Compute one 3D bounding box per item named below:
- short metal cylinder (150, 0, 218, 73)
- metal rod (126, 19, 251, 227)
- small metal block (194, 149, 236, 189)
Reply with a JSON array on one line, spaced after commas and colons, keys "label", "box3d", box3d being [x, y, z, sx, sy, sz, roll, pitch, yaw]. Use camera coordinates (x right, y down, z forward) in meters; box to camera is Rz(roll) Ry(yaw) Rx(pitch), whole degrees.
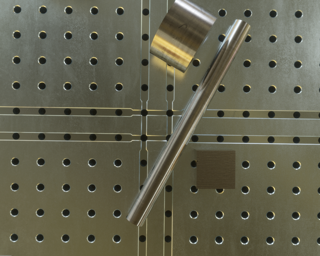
[{"label": "short metal cylinder", "box3d": [0.029, -0.116, 0.386, 0.050, 0.080, 0.080, 31, 90, 0]}, {"label": "metal rod", "box3d": [0.038, -0.007, 0.413, 0.025, 0.025, 0.299, 29, 90, 0]}, {"label": "small metal block", "box3d": [0.073, 0.054, 0.414, 0.050, 0.025, 0.050, 0, 90, 0]}]
